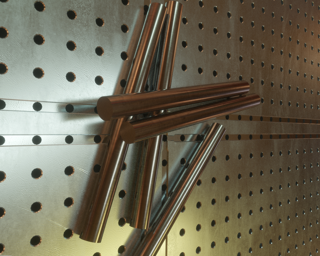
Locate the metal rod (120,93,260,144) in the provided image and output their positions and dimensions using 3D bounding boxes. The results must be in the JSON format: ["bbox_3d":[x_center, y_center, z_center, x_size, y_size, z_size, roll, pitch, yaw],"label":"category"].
[{"bbox_3d":[0.066,-0.022,0.445,0.302,0.025,0.025,-15,100,-46],"label":"metal rod"}]

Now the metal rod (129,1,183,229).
[{"bbox_3d":[-0.003,-0.022,0.408,0.025,0.025,0.298,15,81,-39],"label":"metal rod"}]

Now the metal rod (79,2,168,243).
[{"bbox_3d":[-0.040,-0.017,0.377,0.025,0.025,0.299,25,74,-38],"label":"metal rod"}]

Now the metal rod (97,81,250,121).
[{"bbox_3d":[0.044,-0.045,0.420,0.302,0.025,0.025,-14,100,-48],"label":"metal rod"}]

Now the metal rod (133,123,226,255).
[{"bbox_3d":[0.016,0.112,0.424,0.025,0.025,0.301,50,61,-29],"label":"metal rod"}]
